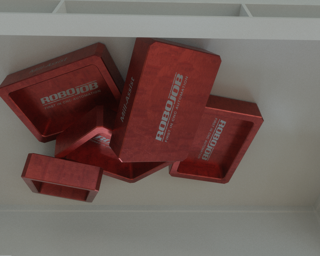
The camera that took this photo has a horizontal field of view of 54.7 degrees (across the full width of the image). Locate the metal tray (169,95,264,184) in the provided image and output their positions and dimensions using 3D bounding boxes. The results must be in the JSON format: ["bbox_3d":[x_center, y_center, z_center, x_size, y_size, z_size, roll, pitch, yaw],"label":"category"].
[{"bbox_3d":[0.070,0.019,0.421,0.091,0.030,0.129,10,130,-9],"label":"metal tray"}]

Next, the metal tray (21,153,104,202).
[{"bbox_3d":[-0.131,0.073,0.426,0.091,0.030,0.129,13,157,-12],"label":"metal tray"}]

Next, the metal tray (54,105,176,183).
[{"bbox_3d":[-0.054,0.027,0.398,0.090,0.030,0.131,-31,139,31],"label":"metal tray"}]

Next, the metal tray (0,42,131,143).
[{"bbox_3d":[-0.108,-0.037,0.370,0.130,0.030,0.090,-16,129,12],"label":"metal tray"}]

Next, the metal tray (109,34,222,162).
[{"bbox_3d":[0.005,-0.026,0.336,0.091,0.030,0.129,3,114,-33],"label":"metal tray"}]
